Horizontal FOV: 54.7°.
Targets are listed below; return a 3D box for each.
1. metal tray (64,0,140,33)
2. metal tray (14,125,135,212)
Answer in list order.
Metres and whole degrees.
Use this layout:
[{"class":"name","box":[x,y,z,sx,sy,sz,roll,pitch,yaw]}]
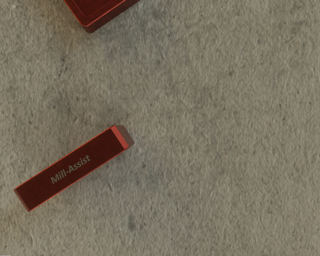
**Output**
[{"class":"metal tray","box":[-0.097,-0.204,0.405,0.090,0.030,0.130,-35,90,-1]},{"class":"metal tray","box":[-0.096,0.044,0.376,0.130,0.090,0.030,-33,91,0]}]
